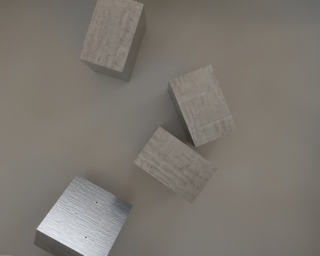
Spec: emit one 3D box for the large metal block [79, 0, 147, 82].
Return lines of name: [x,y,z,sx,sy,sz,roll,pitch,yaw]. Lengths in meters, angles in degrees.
large metal block: [-0.054,-0.108,0.383,0.050,0.080,0.080,18,90,0]

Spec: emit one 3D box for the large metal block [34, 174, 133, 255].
large metal block: [-0.092,0.118,0.377,0.080,0.050,0.080,29,46,0]

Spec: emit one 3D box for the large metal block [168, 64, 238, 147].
large metal block: [0.048,-0.025,0.385,0.050,0.080,0.080,-22,90,0]

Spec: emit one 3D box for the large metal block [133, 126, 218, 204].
large metal block: [0.017,0.041,0.384,0.080,0.080,0.050,36,90,-1]
